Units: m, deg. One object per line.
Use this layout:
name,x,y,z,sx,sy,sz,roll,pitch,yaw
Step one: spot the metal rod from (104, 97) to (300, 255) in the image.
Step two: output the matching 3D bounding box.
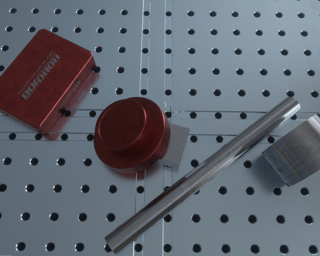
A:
metal rod,0.063,0.052,0.393,0.301,0.025,0.025,-35,74,-12

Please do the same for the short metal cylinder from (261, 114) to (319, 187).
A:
short metal cylinder,0.172,0.027,0.375,0.080,0.080,0.050,-32,74,-11

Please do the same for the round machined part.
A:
round machined part,-0.040,0.003,0.383,0.098,0.042,0.098,-10,62,19

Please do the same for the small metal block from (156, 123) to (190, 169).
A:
small metal block,0.007,0.021,0.404,0.050,0.025,0.050,16,71,5

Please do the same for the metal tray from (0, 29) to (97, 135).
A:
metal tray,-0.162,-0.067,0.431,0.090,0.030,0.130,28,72,9
